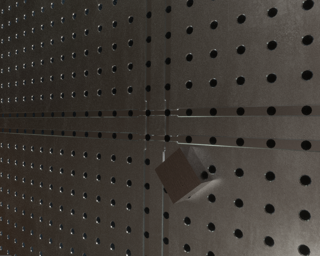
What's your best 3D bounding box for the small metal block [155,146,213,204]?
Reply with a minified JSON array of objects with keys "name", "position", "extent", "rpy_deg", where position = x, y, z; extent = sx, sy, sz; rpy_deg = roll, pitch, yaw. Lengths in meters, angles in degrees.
[{"name":"small metal block","position":[0.028,0.058,0.385],"extent":[0.050,0.025,0.050],"rpy_deg":[-44,64,30]}]
